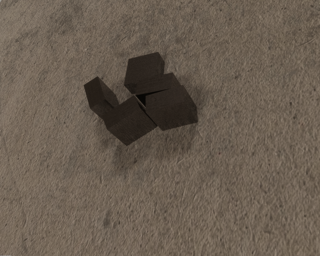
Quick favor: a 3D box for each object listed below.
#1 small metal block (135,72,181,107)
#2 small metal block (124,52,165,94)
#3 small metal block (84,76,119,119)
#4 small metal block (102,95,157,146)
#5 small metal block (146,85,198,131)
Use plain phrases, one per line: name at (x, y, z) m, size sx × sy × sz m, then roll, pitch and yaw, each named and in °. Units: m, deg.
small metal block at (0.003, -0.044, 0.412) m, size 0.050 × 0.050 × 0.025 m, roll -8°, pitch 58°, yaw 23°
small metal block at (-0.023, -0.082, 0.465) m, size 0.050 × 0.025 × 0.050 m, roll -8°, pitch 58°, yaw 23°
small metal block at (-0.082, -0.039, 0.453) m, size 0.025 × 0.050 × 0.050 m, roll -31°, pitch 52°, yaw 8°
small metal block at (-0.040, -0.008, 0.412) m, size 0.050 × 0.050 × 0.025 m, roll -33°, pitch 52°, yaw 7°
small metal block at (0.016, -0.024, 0.393) m, size 0.050 × 0.050 × 0.025 m, roll -14°, pitch 56°, yaw 20°
